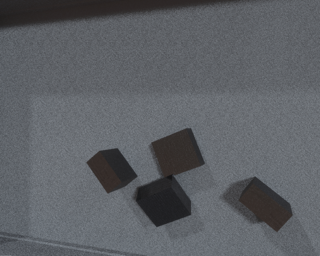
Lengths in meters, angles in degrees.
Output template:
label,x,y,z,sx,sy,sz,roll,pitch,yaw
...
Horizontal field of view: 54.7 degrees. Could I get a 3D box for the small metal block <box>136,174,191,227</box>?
label,x,y,z,sx,sy,sz,roll,pitch,yaw
small metal block,0.006,0.094,0.396,0.050,0.025,0.050,-25,114,18

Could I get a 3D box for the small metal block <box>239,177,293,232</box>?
label,x,y,z,sx,sy,sz,roll,pitch,yaw
small metal block,0.121,0.085,0.355,0.050,0.050,0.025,39,103,15

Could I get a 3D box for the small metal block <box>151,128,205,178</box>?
label,x,y,z,sx,sy,sz,roll,pitch,yaw
small metal block,0.024,0.033,0.402,0.050,0.025,0.050,-23,83,18

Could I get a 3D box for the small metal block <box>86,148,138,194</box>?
label,x,y,z,sx,sy,sz,roll,pitch,yaw
small metal block,-0.064,0.056,0.418,0.025,0.050,0.050,-41,78,15
